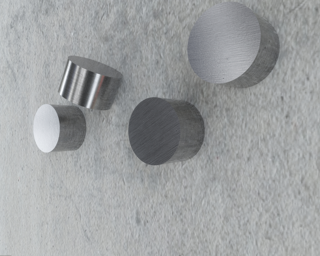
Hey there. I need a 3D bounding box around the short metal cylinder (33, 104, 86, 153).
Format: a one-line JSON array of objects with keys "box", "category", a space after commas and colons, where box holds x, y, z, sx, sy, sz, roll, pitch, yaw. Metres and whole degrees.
[{"box": [-0.171, 0.000, 0.527, 0.080, 0.050, 0.079, 0, 90, 39], "category": "short metal cylinder"}]

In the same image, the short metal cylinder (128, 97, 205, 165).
[{"box": [0.007, 0.004, 0.381, 0.080, 0.050, 0.079, 0, 90, 39], "category": "short metal cylinder"}]

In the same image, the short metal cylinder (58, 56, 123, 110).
[{"box": [-0.100, -0.066, 0.449, 0.080, 0.081, 0.050, 35, 112, 34], "category": "short metal cylinder"}]

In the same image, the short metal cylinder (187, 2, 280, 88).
[{"box": [0.076, -0.084, 0.325, 0.080, 0.050, 0.079, 0, 90, 39], "category": "short metal cylinder"}]
